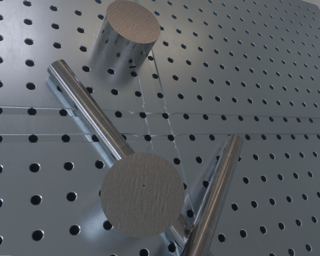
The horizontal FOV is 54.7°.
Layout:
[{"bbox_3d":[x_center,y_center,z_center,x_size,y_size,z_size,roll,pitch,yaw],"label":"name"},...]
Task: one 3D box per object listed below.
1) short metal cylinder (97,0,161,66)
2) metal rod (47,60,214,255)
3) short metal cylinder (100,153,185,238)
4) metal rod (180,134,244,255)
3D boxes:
[{"bbox_3d":[-0.046,-0.137,0.451,0.081,0.050,0.080,14,56,-21],"label":"short metal cylinder"},{"bbox_3d":[-0.037,0.040,0.363,0.025,0.025,0.300,-32,80,-38],"label":"metal rod"},{"bbox_3d":[-0.016,0.067,0.320,0.081,0.050,0.080,0,80,0],"label":"short metal cylinder"},{"bbox_3d":[0.052,0.102,0.344,0.025,0.025,0.301,38,42,-3],"label":"metal rod"}]
